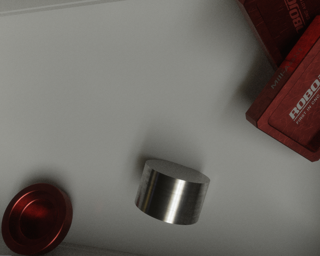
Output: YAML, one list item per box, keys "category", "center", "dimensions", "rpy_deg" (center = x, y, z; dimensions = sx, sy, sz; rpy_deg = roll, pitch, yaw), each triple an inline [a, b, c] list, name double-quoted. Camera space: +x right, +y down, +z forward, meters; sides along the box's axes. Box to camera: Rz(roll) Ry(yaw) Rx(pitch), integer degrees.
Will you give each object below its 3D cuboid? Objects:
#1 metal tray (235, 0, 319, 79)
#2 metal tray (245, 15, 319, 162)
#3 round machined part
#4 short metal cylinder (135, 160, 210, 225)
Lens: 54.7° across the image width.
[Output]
- category: "metal tray"
  center: [0.140, -0.113, 0.309]
  dimensions: [0.090, 0.130, 0.030]
  rpy_deg: [-35, 44, 17]
- category: "metal tray"
  center: [0.165, -0.039, 0.324]
  dimensions: [0.090, 0.030, 0.129]
  rpy_deg: [30, 103, -16]
- category: "round machined part"
  center: [-0.171, 0.133, 0.446]
  dimensions: [0.098, 0.042, 0.098]
  rpy_deg: [-6, 62, 12]
- category: "short metal cylinder"
  center: [0.015, 0.075, 0.375]
  dimensions: [0.080, 0.080, 0.050]
  rpy_deg: [18, 96, 19]
